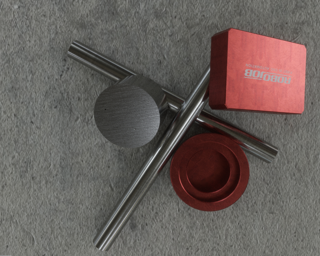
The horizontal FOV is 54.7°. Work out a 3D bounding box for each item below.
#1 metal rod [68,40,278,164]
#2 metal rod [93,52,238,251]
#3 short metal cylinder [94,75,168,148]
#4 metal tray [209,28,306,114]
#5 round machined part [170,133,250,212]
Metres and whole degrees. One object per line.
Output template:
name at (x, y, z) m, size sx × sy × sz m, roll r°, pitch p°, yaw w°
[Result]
metal rod at (0.017, -0.034, 0.412) m, size 0.301 × 0.025 × 0.025 m, roll 28°, pitch 90°, yaw 0°
metal rod at (0.004, 0.030, 0.394) m, size 0.025 × 0.025 × 0.299 m, roll 33°, pitch 96°, yaw 0°
short metal cylinder at (-0.034, -0.022, 0.385) m, size 0.080 × 0.050 × 0.079 m, roll 4°, pitch 111°, yaw 11°
metal tray at (0.123, -0.064, 0.381) m, size 0.131 × 0.030 × 0.089 m, roll 2°, pitch 90°, yaw -28°
round machined part at (0.062, 0.055, 0.403) m, size 0.099 × 0.042 × 0.097 m, roll 0°, pitch 90°, yaw 0°
